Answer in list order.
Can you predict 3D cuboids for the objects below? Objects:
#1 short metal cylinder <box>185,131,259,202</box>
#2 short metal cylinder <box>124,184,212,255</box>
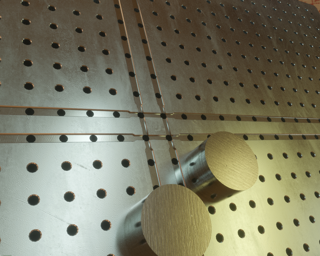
[{"bbox_3d":[0.080,0.051,0.406,0.081,0.050,0.080,14,56,-21],"label":"short metal cylinder"},{"bbox_3d":[0.008,0.107,0.333,0.081,0.050,0.080,14,56,-21],"label":"short metal cylinder"}]
